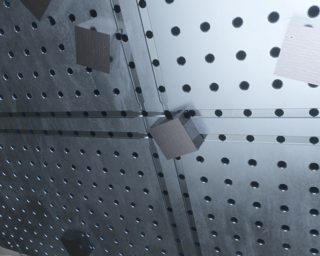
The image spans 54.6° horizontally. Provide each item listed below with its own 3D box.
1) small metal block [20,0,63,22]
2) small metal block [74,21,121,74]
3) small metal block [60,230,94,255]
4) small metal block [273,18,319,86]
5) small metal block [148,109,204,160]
[{"bbox_3d":[-0.149,-0.171,0.385,0.050,0.025,0.050,48,129,-6],"label":"small metal block"},{"bbox_3d":[-0.078,-0.102,0.390,0.050,0.025,0.050,19,126,17],"label":"small metal block"},{"bbox_3d":[-0.176,0.246,0.657,0.050,0.025,0.050,-6,115,31],"label":"small metal block"},{"bbox_3d":[0.141,-0.072,0.293,0.050,0.025,0.050,18,126,18],"label":"small metal block"},{"bbox_3d":[0.021,0.009,0.406,0.050,0.025,0.050,-22,107,36],"label":"small metal block"}]
